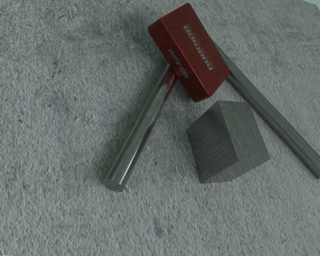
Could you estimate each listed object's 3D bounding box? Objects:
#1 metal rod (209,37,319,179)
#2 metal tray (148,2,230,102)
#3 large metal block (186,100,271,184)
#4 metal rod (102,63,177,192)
[{"bbox_3d":[0.175,-0.036,0.522,0.300,0.025,0.025,49,51,6],"label":"metal rod"},{"bbox_3d":[0.048,-0.115,0.468,0.130,0.030,0.090,55,44,-13],"label":"metal tray"},{"bbox_3d":[0.084,0.020,0.404,0.050,0.080,0.080,1,62,-28],"label":"large metal block"},{"bbox_3d":[-0.002,-0.044,0.431,0.025,0.025,0.301,32,51,-8],"label":"metal rod"}]
